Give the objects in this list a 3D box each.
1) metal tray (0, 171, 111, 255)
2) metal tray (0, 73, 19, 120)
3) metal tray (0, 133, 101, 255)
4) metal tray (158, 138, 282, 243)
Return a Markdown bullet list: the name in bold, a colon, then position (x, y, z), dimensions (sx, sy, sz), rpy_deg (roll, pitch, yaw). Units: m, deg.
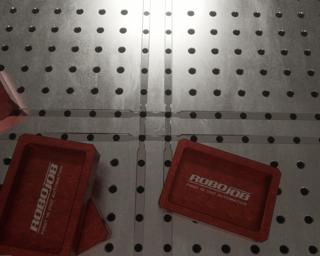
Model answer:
- **metal tray**: position (-0.135, 0.120, 0.363), dimensions (0.131, 0.030, 0.090), rpy_deg (-28, 73, -10)
- **metal tray**: position (-0.274, -0.033, 0.417), dimensions (0.131, 0.030, 0.090), rpy_deg (-31, 73, -11)
- **metal tray**: position (-0.127, 0.077, 0.346), dimensions (0.091, 0.030, 0.130), rpy_deg (9, 70, 3)
- **metal tray**: position (0.073, 0.076, 0.382), dimensions (0.131, 0.030, 0.090), rpy_deg (18, 71, 6)
